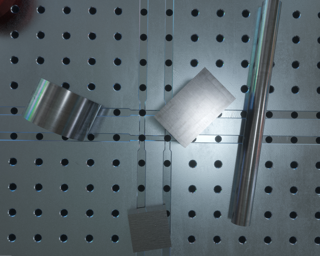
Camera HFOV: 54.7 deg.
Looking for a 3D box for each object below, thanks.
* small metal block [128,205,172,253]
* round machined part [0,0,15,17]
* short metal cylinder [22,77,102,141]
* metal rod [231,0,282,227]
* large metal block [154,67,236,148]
[{"bbox_3d":[-0.013,0.133,0.413,0.050,0.025,0.050,-8,90,-1],"label":"small metal block"},{"bbox_3d":[-0.233,-0.185,0.402,0.099,0.042,0.097,0,90,-1],"label":"round machined part"},{"bbox_3d":[-0.120,-0.023,0.384,0.080,0.080,0.050,25,90,-1],"label":"short metal cylinder"},{"bbox_3d":[0.129,-0.020,0.415,0.025,0.025,0.298,8,90,-1],"label":"metal rod"},{"bbox_3d":[0.039,-0.023,0.386,0.080,0.080,0.050,-44,91,0],"label":"large metal block"}]
